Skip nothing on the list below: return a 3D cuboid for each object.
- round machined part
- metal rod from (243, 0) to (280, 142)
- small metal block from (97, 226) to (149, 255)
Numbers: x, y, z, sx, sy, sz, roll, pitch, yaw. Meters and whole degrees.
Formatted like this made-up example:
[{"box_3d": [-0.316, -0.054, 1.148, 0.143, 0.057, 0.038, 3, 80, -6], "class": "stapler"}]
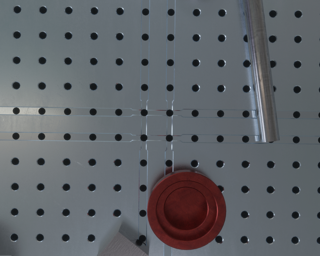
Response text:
[{"box_3d": [0.033, 0.103, 0.405, 0.099, 0.042, 0.097, 0, 90, 0], "class": "round machined part"}, {"box_3d": [0.129, -0.131, 0.414, 0.025, 0.025, 0.298, -7, 90, 0], "class": "metal rod"}, {"box_3d": [-0.050, 0.169, 0.413, 0.050, 0.025, 0.050, 39, 90, 0], "class": "small metal block"}]
